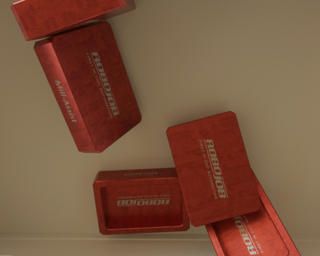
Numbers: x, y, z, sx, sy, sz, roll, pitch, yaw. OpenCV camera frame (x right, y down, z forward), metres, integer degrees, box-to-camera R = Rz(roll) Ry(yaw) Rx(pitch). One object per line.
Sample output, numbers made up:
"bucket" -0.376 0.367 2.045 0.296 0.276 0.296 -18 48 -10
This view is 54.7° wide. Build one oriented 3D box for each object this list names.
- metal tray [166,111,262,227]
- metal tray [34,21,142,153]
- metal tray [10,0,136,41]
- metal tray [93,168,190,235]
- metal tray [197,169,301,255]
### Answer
"metal tray" 0.067 0.051 0.401 0.090 0.030 0.129 -15 88 1
"metal tray" -0.075 -0.047 0.356 0.030 0.091 0.129 -3 115 35
"metal tray" -0.075 -0.121 0.310 0.090 0.130 0.030 -17 109 6
"metal tray" -0.024 0.106 0.447 0.131 0.030 0.089 -3 110 0
"metal tray" 0.110 0.128 0.407 0.090 0.130 0.030 -28 144 9
